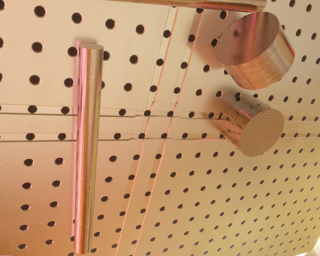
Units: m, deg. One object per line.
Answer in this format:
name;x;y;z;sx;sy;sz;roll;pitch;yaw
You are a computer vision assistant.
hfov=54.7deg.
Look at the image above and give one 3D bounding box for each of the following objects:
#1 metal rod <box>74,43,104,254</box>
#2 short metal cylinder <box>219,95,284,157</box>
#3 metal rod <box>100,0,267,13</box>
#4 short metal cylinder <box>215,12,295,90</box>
metal rod;-0.092;0.046;0.388;0.025;0.025;0.298;-5;121;-26
short metal cylinder;0.138;-0.003;0.468;0.081;0.050;0.079;-14;124;-21
metal rod;-0.014;-0.140;0.316;0.303;0.025;0.025;-6;121;-26
short metal cylinder;0.116;-0.094;0.380;0.080;0.080;0.050;-47;129;5
